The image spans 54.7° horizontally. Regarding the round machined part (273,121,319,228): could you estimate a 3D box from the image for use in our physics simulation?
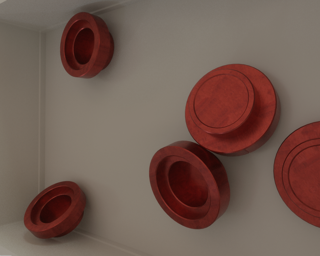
[{"bbox_3d":[0.149,0.042,0.273,0.098,0.042,0.097,0,90,39],"label":"round machined part"}]

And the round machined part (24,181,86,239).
[{"bbox_3d":[-0.165,0.137,0.506,0.098,0.098,0.042,10,136,39],"label":"round machined part"}]

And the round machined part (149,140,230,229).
[{"bbox_3d":[0.037,0.060,0.353,0.098,0.042,0.097,18,118,38],"label":"round machined part"}]

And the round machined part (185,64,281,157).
[{"bbox_3d":[0.070,-0.022,0.321,0.098,0.042,0.098,-10,71,29],"label":"round machined part"}]

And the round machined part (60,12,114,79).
[{"bbox_3d":[-0.110,-0.126,0.484,0.098,0.042,0.097,0,90,39],"label":"round machined part"}]
